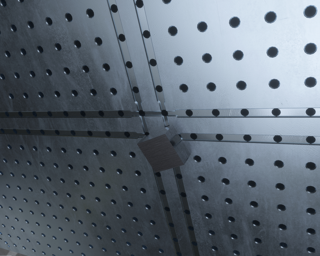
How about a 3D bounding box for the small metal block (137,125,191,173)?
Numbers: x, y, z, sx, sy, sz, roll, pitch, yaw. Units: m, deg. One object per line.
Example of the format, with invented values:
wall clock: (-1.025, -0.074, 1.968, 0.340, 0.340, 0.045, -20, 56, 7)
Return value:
small metal block: (0.005, 0.029, 0.425, 0.050, 0.025, 0.050, -21, 107, 35)
